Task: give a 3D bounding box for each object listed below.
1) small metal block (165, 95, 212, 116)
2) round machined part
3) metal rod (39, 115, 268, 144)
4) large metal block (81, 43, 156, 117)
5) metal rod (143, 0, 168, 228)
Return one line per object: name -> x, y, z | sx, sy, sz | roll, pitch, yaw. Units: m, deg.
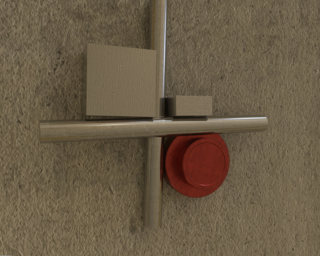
small metal block -> 0.035, -0.028, 0.411 | 0.050, 0.050, 0.025 | -2, 91, -20
round machined part -> 0.054, 0.047, 0.421 | 0.099, 0.042, 0.097 | 0, 90, -21
metal rod -> 0.011, -0.001, 0.389 | 0.303, 0.025, 0.025 | -2, 91, -24
large metal block -> -0.051, -0.053, 0.378 | 0.081, 0.050, 0.079 | 1, 90, -21
metal rod -> -0.006, -0.022, 0.409 | 0.025, 0.025, 0.298 | 2, 89, -20
